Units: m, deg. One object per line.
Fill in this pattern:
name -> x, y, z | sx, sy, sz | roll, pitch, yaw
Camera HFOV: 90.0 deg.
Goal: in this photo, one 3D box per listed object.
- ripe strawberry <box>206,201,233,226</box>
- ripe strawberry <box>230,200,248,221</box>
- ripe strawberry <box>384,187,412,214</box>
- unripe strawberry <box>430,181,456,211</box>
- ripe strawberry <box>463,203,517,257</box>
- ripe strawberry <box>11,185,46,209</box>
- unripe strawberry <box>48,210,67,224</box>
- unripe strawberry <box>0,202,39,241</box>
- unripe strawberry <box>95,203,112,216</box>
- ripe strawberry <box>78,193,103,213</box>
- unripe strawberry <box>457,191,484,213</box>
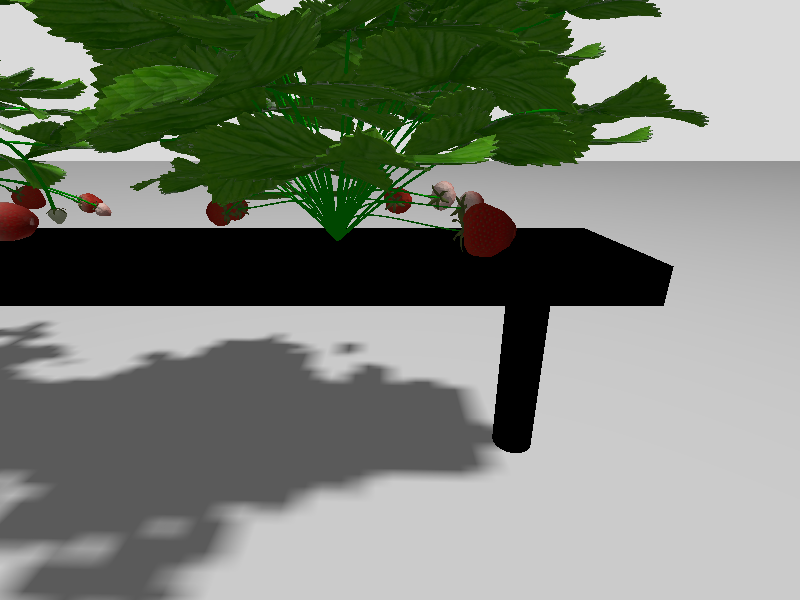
ripe strawberry -> -0.189, -0.092, 0.418 | 0.027, 0.028, 0.025 | 10, 23, 27
ripe strawberry -> -0.188, -0.104, 0.450 | 0.028, 0.028, 0.031 | 15, 25, 36
ripe strawberry -> -0.001, -0.124, 0.498 | 0.035, 0.032, 0.032 | 7, 21, 17
unripe strawberry -> 0.058, -0.136, 0.523 | 0.033, 0.037, 0.036 | 12, 23, 29
ripe strawberry -> 0.064, -0.050, 0.291 | 0.038, 0.040, 0.035 | 11, 23, 24
ripe strawberry -> -0.486, -0.134, 0.528 | 0.034, 0.030, 0.034 | 2, -8, 5
unripe strawberry -> -0.261, -0.064, 0.306 | 0.011, 0.011, 0.010 | 3, 21, 9
unripe strawberry -> -0.335, -0.068, 0.344 | 0.039, 0.033, 0.039 | 1, 21, 1
unripe strawberry -> -0.355, -0.107, 0.480 | 0.015, 0.016, 0.016 | 21, -8, 44
ripe strawberry -> -0.386, -0.121, 0.501 | 0.027, 0.024, 0.024 | 14, 18, 34
unripe strawberry -> 0.080, -0.104, 0.442 | 0.032, 0.033, 0.029 | -14, 25, -34
